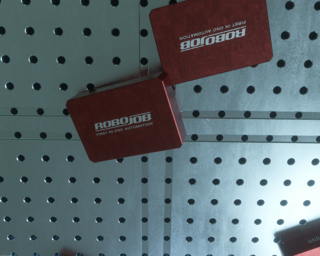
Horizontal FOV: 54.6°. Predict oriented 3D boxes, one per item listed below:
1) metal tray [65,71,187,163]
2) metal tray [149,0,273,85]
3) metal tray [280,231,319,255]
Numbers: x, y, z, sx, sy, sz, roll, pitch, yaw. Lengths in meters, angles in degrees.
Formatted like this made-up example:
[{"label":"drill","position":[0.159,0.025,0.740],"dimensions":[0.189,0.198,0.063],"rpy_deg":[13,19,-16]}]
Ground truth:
[{"label":"metal tray","position":[-0.042,-0.011,0.390],"dimensions":[0.130,0.030,0.090],"rpy_deg":[-11,111,19]},{"label":"metal tray","position":[0.061,-0.111,0.370],"dimensions":[0.131,0.030,0.090],"rpy_deg":[-13,110,5]},{"label":"metal tray","position":[0.269,0.204,0.488],"dimensions":[0.130,0.030,0.090],"rpy_deg":[-23,109,8]}]
